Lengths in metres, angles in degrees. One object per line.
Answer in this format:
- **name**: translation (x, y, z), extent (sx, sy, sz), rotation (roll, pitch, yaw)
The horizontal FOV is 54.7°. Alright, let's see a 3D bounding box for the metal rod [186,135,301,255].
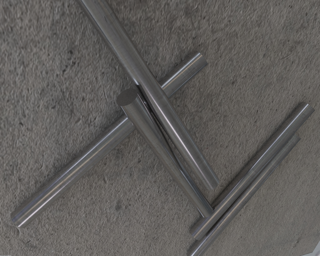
- **metal rod**: translation (0.148, 0.130, 0.567), extent (0.025, 0.025, 0.299), rotation (29, 102, -38)

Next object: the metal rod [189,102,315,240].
- **metal rod**: translation (0.156, 0.079, 0.540), extent (0.025, 0.025, 0.299), rotation (33, 100, -38)

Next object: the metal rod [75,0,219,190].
- **metal rod**: translation (-0.003, -0.031, 0.354), extent (0.025, 0.025, 0.299), rotation (-37, 120, -4)

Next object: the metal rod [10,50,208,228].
- **metal rod**: translation (-0.062, 0.013, 0.381), extent (0.300, 0.025, 0.025), rotation (-42, 129, 0)

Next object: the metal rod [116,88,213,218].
- **metal rod**: translation (0.022, 0.056, 0.433), extent (0.025, 0.025, 0.300), rotation (-37, 135, -4)
